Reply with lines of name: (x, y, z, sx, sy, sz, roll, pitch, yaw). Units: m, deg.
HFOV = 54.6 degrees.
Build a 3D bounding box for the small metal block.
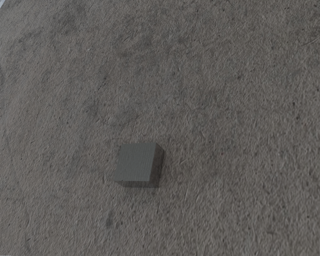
small metal block: (-0.026, 0.047, 0.390, 0.050, 0.025, 0.050, -4, 60, 26)
